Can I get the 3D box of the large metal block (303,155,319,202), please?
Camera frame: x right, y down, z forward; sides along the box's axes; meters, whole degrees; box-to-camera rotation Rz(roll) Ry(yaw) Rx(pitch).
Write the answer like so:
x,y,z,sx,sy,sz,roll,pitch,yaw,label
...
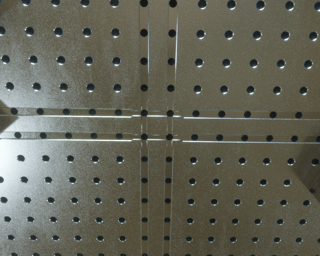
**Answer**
x,y,z,sx,sy,sz,roll,pitch,yaw,label
0.263,0.069,0.427,0.080,0.050,0.080,20,109,-7,large metal block
